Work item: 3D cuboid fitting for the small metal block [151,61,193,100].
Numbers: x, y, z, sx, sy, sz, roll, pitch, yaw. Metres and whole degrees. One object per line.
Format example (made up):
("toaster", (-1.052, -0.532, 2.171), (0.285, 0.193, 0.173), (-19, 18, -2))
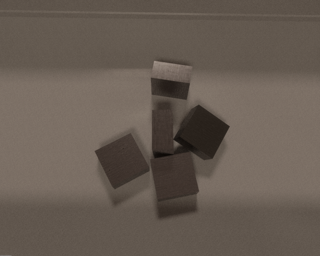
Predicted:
("small metal block", (0.015, -0.063, 0.420), (0.050, 0.050, 0.025), (9, 71, 3))

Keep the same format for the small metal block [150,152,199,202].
("small metal block", (0.017, 0.061, 0.387), (0.050, 0.025, 0.050), (-10, 70, -4))

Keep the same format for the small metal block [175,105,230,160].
("small metal block", (0.054, 0.006, 0.400), (0.050, 0.025, 0.050), (34, 72, -9))

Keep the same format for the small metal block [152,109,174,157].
("small metal block", (0.004, 0.009, 0.392), (0.025, 0.050, 0.050), (-1, 70, 2))

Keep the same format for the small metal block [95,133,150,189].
("small metal block", (-0.047, 0.042, 0.394), (0.050, 0.025, 0.050), (-27, 73, -10))
